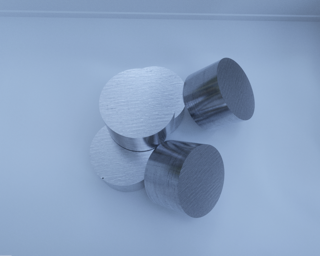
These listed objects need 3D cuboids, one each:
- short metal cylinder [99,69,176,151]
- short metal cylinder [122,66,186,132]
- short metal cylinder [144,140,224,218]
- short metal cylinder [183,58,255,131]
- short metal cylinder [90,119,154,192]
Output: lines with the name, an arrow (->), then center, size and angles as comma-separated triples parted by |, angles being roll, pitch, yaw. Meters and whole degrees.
short metal cylinder -> -0.023, -0.019, 0.347 | 0.081, 0.050, 0.080 | 0, 70, 0
short metal cylinder -> -0.007, -0.033, 0.406 | 0.081, 0.050, 0.080 | 0, 70, 0
short metal cylinder -> 0.029, 0.055, 0.352 | 0.050, 0.080, 0.080 | 5, 63, 45
short metal cylinder -> 0.075, -0.041, 0.389 | 0.080, 0.050, 0.080 | 20, 61, -40
short metal cylinder -> -0.041, 0.035, 0.382 | 0.081, 0.050, 0.080 | 0, 70, 0
